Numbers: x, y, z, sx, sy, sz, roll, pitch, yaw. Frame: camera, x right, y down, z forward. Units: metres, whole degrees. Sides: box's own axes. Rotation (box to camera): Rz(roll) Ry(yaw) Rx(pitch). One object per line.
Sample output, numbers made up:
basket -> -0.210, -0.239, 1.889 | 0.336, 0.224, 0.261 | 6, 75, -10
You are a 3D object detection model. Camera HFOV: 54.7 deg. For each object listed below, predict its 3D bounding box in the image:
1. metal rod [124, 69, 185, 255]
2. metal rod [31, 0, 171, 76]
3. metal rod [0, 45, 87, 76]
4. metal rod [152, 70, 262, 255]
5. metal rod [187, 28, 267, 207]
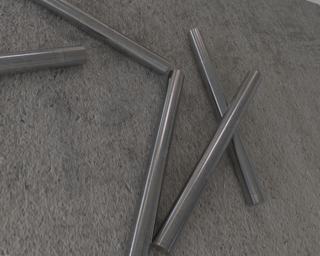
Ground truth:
metal rod -> -0.003, 0.040, 0.377 | 0.025, 0.025, 0.300 | 24, 53, -14
metal rod -> -0.121, -0.159, 0.435 | 0.301, 0.025, 0.025 | 29, 52, -10
metal rod -> -0.220, -0.059, 0.321 | 0.302, 0.025, 0.025 | -17, 71, -35
metal rod -> 0.074, 0.024, 0.406 | 0.025, 0.025, 0.301 | 37, 58, -3
metal rod -> 0.094, -0.031, 0.472 | 0.025, 0.025, 0.299 | -1, 62, -29
